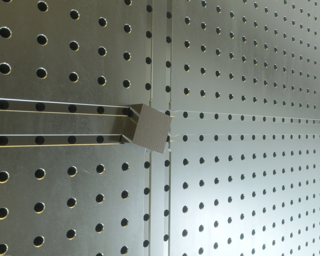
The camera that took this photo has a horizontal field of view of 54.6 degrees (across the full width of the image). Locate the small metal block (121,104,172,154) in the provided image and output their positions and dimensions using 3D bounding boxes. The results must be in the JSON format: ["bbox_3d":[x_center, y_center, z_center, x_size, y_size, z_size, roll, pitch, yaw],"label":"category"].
[{"bbox_3d":[-0.016,0.002,0.394,0.050,0.025,0.050,23,75,-38],"label":"small metal block"}]
